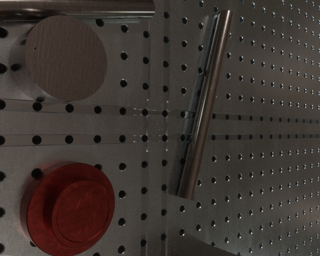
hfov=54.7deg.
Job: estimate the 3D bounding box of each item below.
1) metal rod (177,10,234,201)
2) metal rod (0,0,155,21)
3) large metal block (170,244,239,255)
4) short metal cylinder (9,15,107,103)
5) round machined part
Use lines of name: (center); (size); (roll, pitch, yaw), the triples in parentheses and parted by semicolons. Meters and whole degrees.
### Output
metal rod: (0.072, -0.042, 0.471); (0.025, 0.025, 0.299); (23, 75, -38)
metal rod: (-0.127, -0.118, 0.303); (0.302, 0.025, 0.025); (-18, 102, -39)
large metal block: (0.069, 0.205, 0.434); (0.081, 0.080, 0.050); (8, 85, -40)
short metal cylinder: (-0.101, -0.065, 0.309); (0.081, 0.050, 0.079); (0, 90, -40)
round machined part: (-0.089, 0.086, 0.325); (0.099, 0.042, 0.097); (0, 90, -40)
